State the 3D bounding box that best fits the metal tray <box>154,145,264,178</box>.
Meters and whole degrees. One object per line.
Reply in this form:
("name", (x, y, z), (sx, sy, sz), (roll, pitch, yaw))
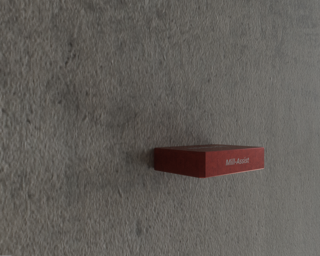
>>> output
("metal tray", (0.068, 0.041, 0.422), (0.131, 0.090, 0.030), (0, 90, -40))
